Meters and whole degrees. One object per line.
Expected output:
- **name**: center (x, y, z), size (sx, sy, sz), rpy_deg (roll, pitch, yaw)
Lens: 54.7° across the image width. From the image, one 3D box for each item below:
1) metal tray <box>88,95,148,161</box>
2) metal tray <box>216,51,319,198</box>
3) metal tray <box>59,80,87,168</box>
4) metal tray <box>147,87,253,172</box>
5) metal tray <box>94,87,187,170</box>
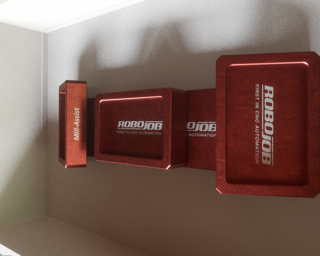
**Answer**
- **metal tray**: center (-0.057, -0.001, 0.450), size (0.130, 0.030, 0.089), rpy_deg (0, 90, 40)
- **metal tray**: center (0.099, -0.003, 0.294), size (0.090, 0.030, 0.129), rpy_deg (0, 90, 11)
- **metal tray**: center (-0.141, -0.006, 0.495), size (0.090, 0.030, 0.129), rpy_deg (-179, 89, -65)
- **metal tray**: center (0.042, 0.001, 0.367), size (0.130, 0.030, 0.089), rpy_deg (0, 90, 40)
- **metal tray**: center (-0.029, 0.000, 0.386), size (0.130, 0.030, 0.089), rpy_deg (1, 90, 40)
